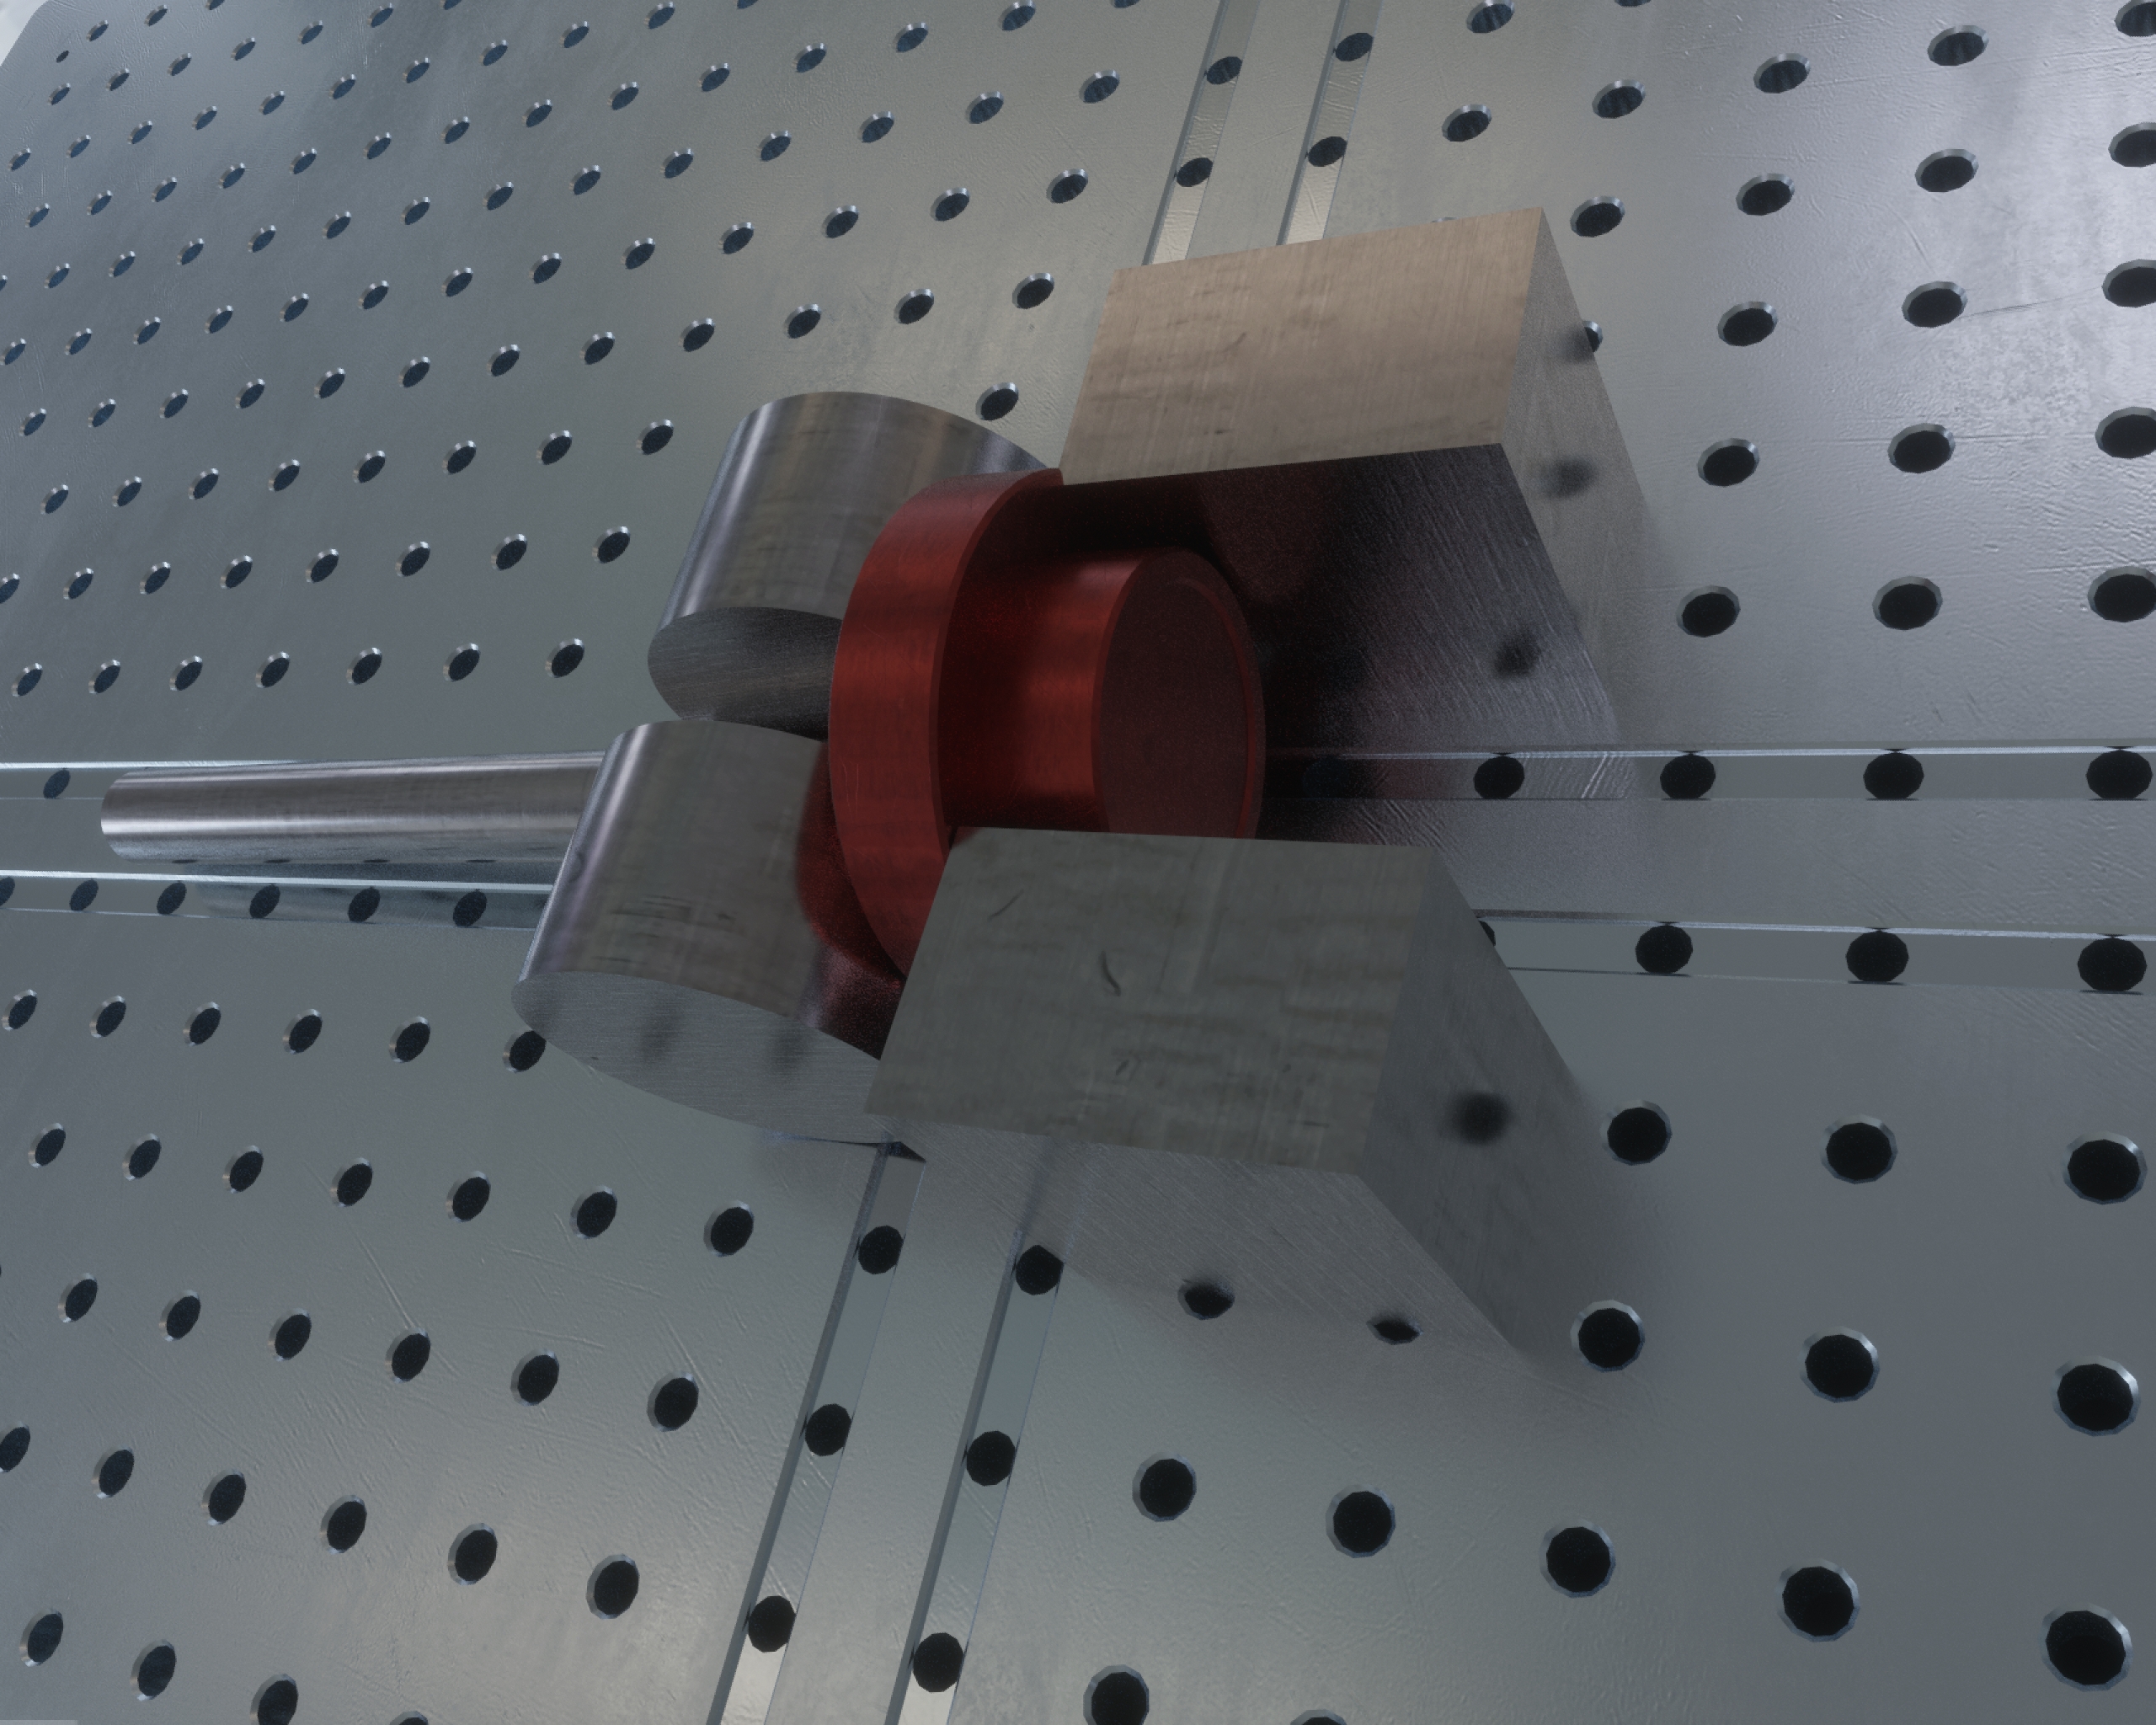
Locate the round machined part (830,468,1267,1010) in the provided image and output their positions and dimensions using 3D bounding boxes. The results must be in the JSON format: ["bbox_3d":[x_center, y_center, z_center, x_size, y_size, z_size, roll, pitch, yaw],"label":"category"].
[{"bbox_3d":[0.001,-0.021,0.373,0.042,0.098,0.098,1,62,29],"label":"round machined part"}]

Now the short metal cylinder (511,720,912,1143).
[{"bbox_3d":[-0.059,0.015,0.394,0.080,0.080,0.050,1,63,29],"label":"short metal cylinder"}]

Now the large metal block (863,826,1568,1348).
[{"bbox_3d":[0.026,0.037,0.338,0.080,0.080,0.050,3,63,29],"label":"large metal block"}]

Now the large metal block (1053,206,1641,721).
[{"bbox_3d":[0.054,-0.069,0.388,0.080,0.080,0.050,0,62,28],"label":"large metal block"}]

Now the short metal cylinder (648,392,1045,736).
[{"bbox_3d":[-0.041,-0.051,0.426,0.080,0.080,0.050,1,63,28],"label":"short metal cylinder"}]

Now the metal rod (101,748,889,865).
[{"bbox_3d":[-0.115,-0.012,0.462,0.300,0.025,0.025,0,62,32],"label":"metal rod"}]
